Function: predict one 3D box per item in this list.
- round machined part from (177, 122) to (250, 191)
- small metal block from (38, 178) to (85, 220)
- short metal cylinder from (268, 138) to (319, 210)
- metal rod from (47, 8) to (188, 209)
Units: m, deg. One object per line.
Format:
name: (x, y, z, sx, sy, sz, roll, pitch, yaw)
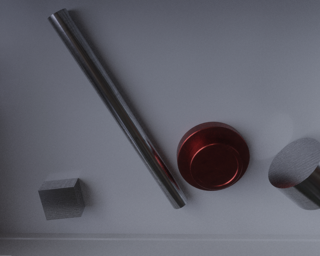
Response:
round machined part: (0.073, 0.044, 0.420, 0.099, 0.042, 0.097, 0, 110, -1)
small metal block: (-0.141, 0.103, 0.447, 0.050, 0.025, 0.050, -6, 110, 2)
short metal cylinder: (0.192, 0.060, 0.407, 0.050, 0.080, 0.080, 39, 105, -13)
metal rod: (-0.045, -0.012, 0.406, 0.025, 0.025, 0.299, -29, 108, 10)
